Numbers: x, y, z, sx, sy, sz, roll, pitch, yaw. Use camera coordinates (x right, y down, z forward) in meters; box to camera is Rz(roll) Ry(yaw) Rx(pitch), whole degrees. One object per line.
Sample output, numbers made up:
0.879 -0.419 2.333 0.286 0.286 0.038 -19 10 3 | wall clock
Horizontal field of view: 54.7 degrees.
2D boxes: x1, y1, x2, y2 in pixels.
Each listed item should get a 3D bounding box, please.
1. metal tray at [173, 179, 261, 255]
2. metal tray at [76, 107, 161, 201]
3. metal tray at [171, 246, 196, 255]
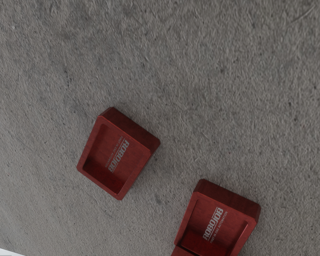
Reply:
0.079 0.144 0.451 0.090 0.030 0.129 24 127 13 | metal tray
-0.066 0.042 0.464 0.090 0.030 0.129 35 129 4 | metal tray
0.074 0.237 0.488 0.130 0.030 0.090 26 154 12 | metal tray
